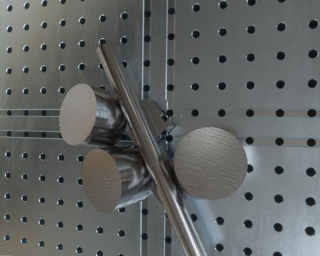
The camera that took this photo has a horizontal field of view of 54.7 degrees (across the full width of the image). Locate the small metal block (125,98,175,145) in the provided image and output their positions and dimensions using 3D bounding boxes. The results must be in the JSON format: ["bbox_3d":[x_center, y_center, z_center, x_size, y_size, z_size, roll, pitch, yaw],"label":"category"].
[{"bbox_3d":[-0.018,-0.004,0.415,0.050,0.025,0.050,-45,76,14],"label":"small metal block"}]

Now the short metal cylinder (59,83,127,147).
[{"bbox_3d":[-0.089,-0.014,0.412,0.080,0.050,0.080,-9,76,39],"label":"short metal cylinder"}]

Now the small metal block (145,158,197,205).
[{"bbox_3d":[0.017,0.073,0.402,0.050,0.025,0.050,-42,77,15],"label":"small metal block"}]

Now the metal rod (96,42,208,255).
[{"bbox_3d":[-0.012,0.029,0.385,0.025,0.025,0.299,-27,81,18],"label":"metal rod"}]

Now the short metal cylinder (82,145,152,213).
[{"bbox_3d":[-0.057,0.063,0.401,0.080,0.050,0.079,5,97,42],"label":"short metal cylinder"}]

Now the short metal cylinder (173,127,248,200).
[{"bbox_3d":[0.056,0.044,0.362,0.081,0.050,0.080,0,75,1],"label":"short metal cylinder"}]
